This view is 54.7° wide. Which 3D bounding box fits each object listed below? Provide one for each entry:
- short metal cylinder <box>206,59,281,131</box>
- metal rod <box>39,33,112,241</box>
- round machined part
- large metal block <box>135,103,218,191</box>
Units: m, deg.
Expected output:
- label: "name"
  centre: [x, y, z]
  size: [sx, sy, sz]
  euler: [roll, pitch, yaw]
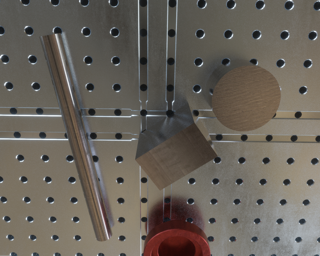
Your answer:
- label: "short metal cylinder"
  centre: [0.101, -0.042, 0.385]
  size: [0.081, 0.050, 0.079]
  euler: [0, 110, 0]
- label: "metal rod"
  centre: [-0.108, 0.026, 0.421]
  size: [0.025, 0.025, 0.298]
  euler: [-9, 110, 3]
- label: "round machined part"
  centre: [0.025, 0.180, 0.471]
  size: [0.099, 0.042, 0.097]
  euler: [0, 110, 0]
- label: "large metal block"
  centre: [0.019, 0.020, 0.392]
  size: [0.080, 0.080, 0.050]
  euler: [-33, 107, 11]
